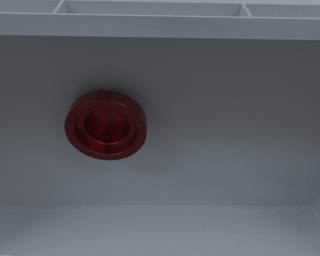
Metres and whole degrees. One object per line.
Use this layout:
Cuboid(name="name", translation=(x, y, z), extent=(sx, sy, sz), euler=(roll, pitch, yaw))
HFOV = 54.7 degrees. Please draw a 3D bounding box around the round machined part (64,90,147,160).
Cuboid(name="round machined part", translation=(-0.066, -0.008, 0.390), extent=(0.099, 0.042, 0.097), euler=(-1, 130, 0))
